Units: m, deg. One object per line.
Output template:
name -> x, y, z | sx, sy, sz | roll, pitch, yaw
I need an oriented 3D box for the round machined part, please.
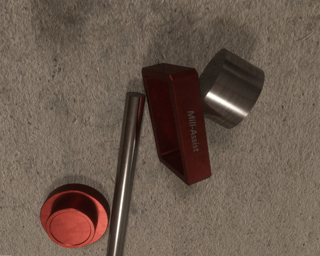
round machined part -> -0.124, 0.133, 0.448 | 0.099, 0.042, 0.097 | 0, 110, -1

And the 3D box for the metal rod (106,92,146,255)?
metal rod -> -0.054, 0.095, 0.444 | 0.025, 0.025, 0.298 | 8, 110, -4

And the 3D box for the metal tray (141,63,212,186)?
metal tray -> 0.018, -0.008, 0.370 | 0.030, 0.090, 0.129 | -18, 111, -19

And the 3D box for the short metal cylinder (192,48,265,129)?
short metal cylinder -> 0.076, -0.046, 0.365 | 0.050, 0.080, 0.080 | 27, 108, -10
